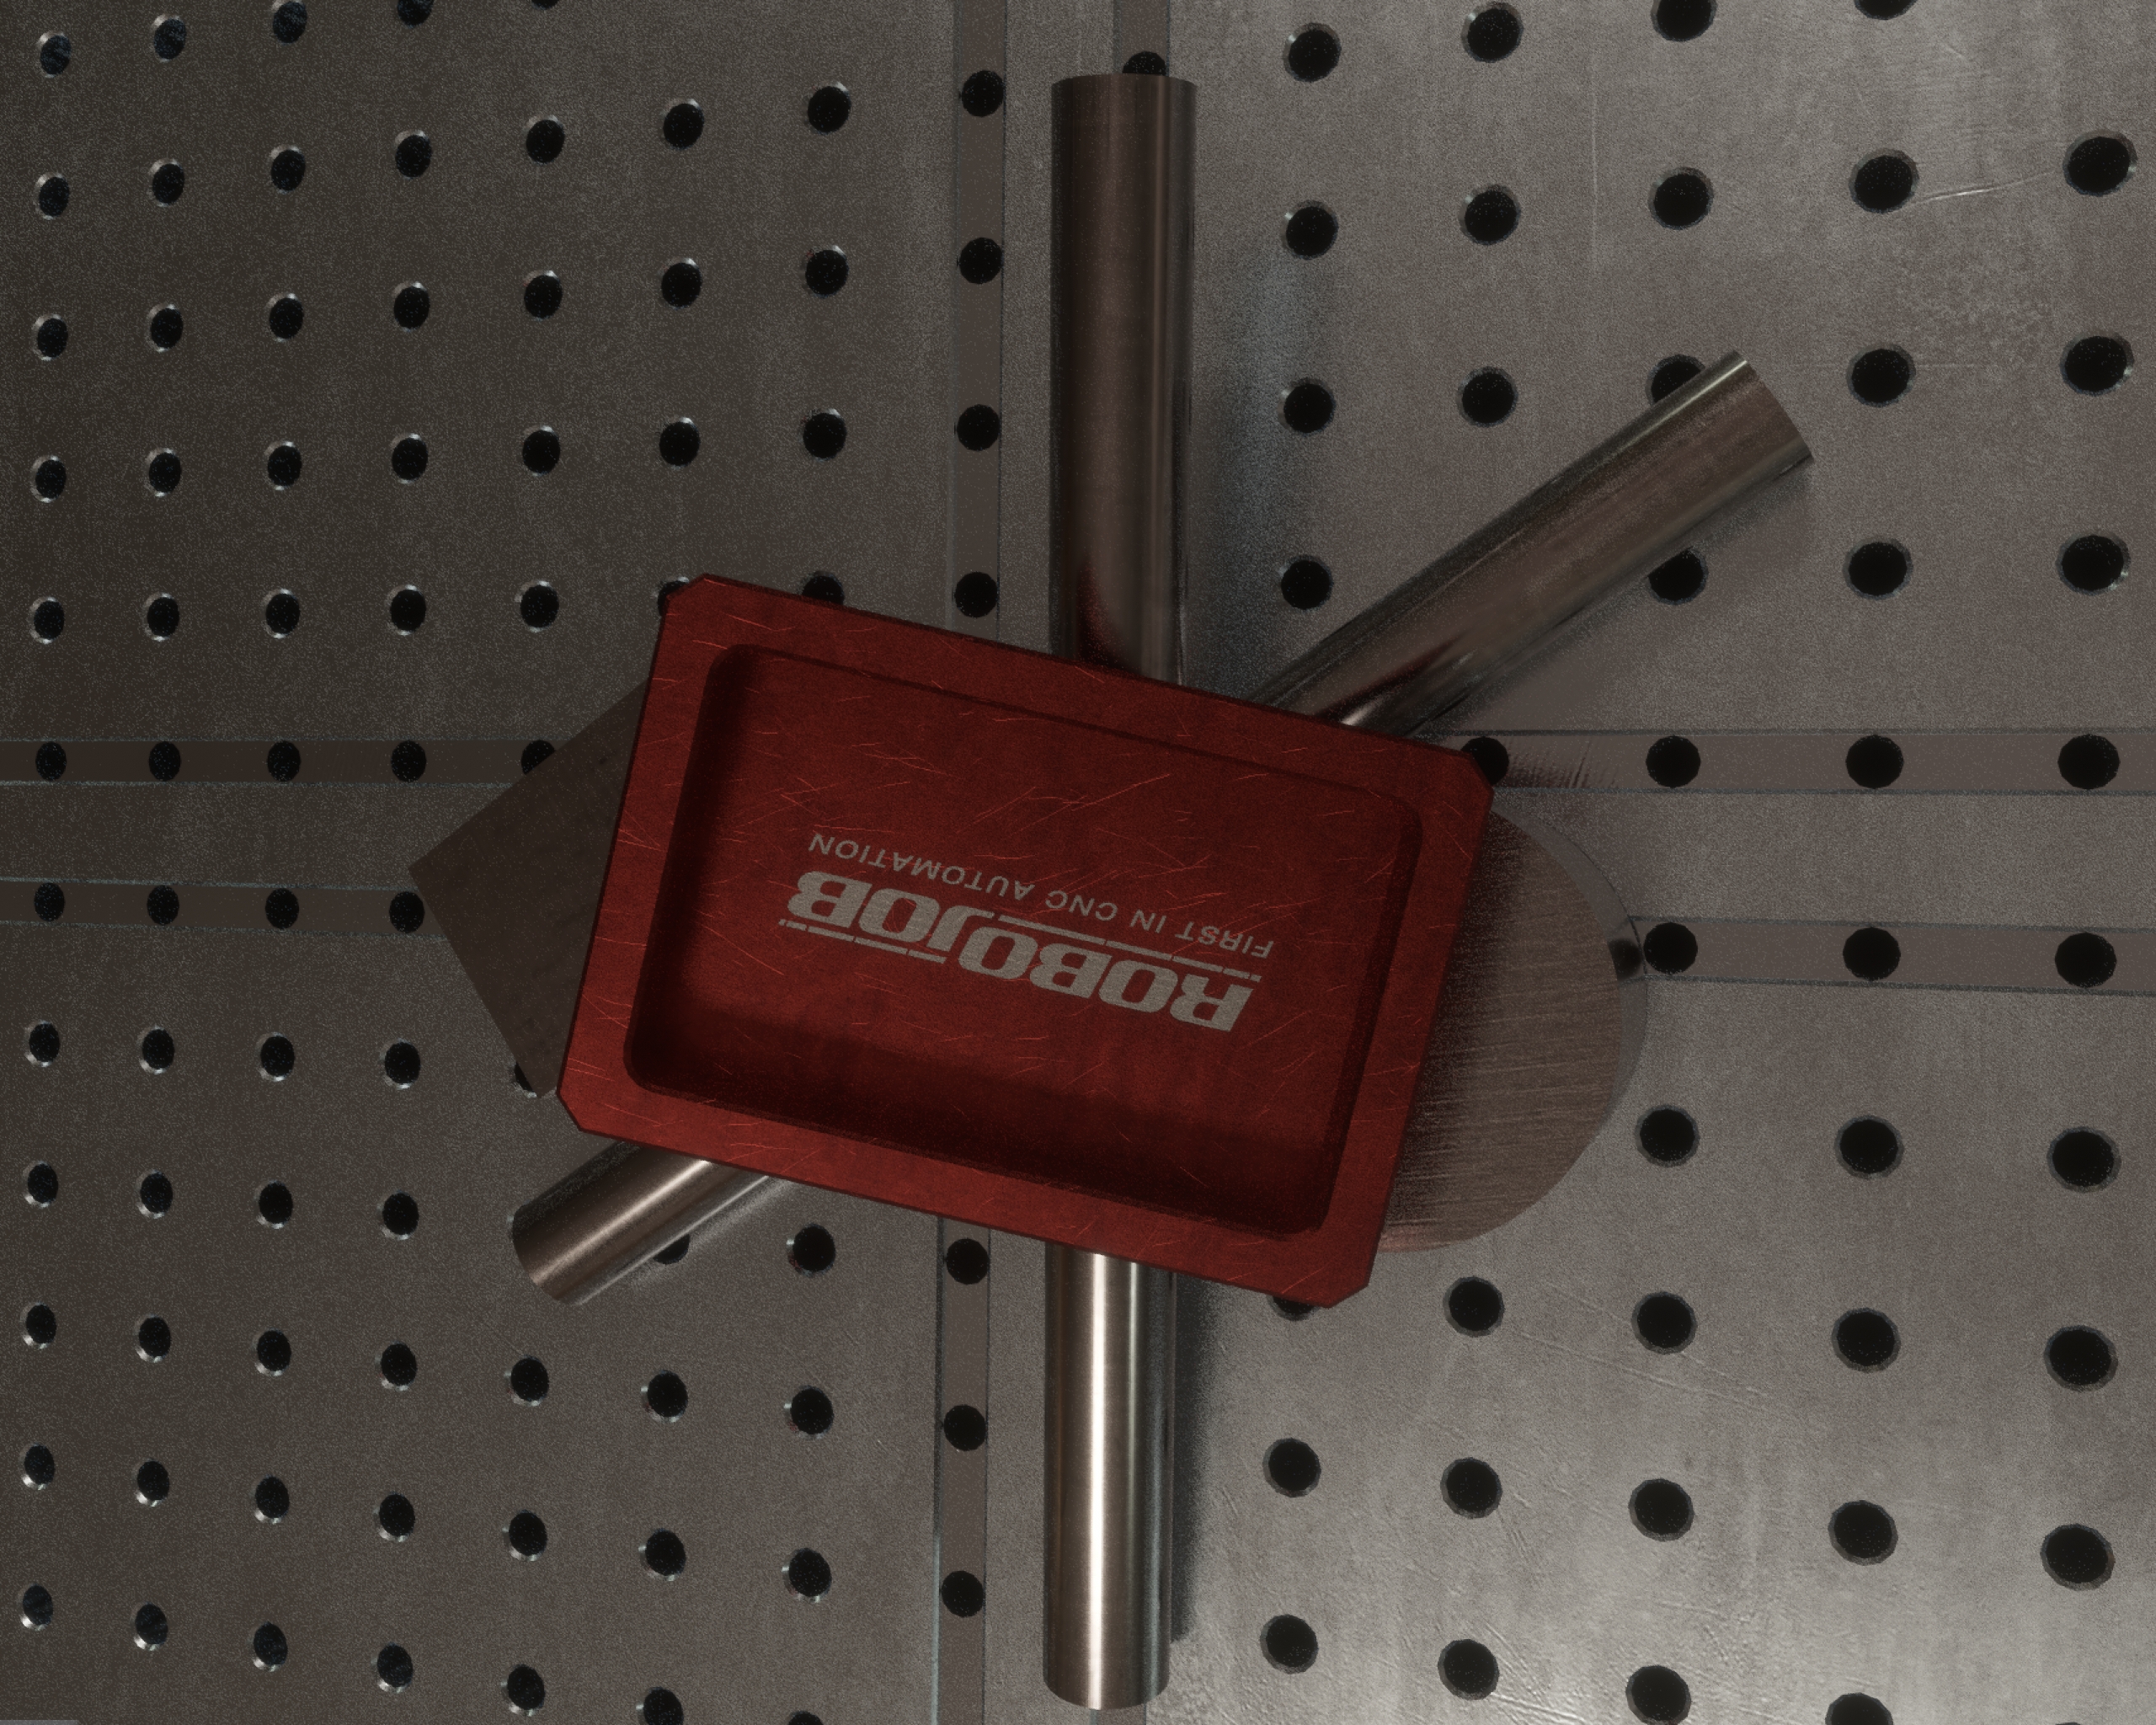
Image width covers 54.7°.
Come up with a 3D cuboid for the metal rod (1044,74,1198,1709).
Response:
[{"bbox_3d":[0.007,0.013,0.385,0.025,0.025,0.298,4,101,19],"label":"metal rod"}]

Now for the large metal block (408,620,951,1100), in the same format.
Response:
[{"bbox_3d":[-0.065,-0.001,0.404,0.080,0.080,0.050,-35,79,16],"label":"large metal block"}]

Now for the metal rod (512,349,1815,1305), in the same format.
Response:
[{"bbox_3d":[0.005,0.002,0.410,0.300,0.025,0.025,-35,79,16],"label":"metal rod"}]

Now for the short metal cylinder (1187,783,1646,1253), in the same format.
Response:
[{"bbox_3d":[0.059,0.026,0.377,0.080,0.050,0.079,0,90,19],"label":"short metal cylinder"}]

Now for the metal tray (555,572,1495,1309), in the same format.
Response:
[{"bbox_3d":[-0.008,0.012,0.337,0.131,0.030,0.089,13,95,0],"label":"metal tray"}]
